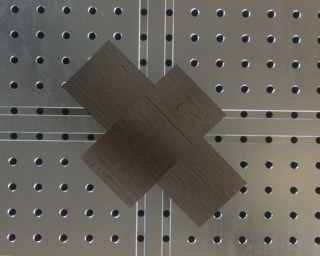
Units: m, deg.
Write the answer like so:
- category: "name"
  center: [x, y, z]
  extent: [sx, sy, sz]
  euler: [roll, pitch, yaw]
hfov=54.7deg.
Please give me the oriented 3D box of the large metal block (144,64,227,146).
- category: "large metal block"
  center: [0.028, -0.026, 0.387]
  extent: [0.050, 0.080, 0.080]
  euler: [-44, 91, 0]

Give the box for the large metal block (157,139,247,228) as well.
- category: "large metal block"
  center: [0.050, 0.065, 0.402]
  extent: [0.080, 0.050, 0.080]
  euler: [-44, 91, 1]

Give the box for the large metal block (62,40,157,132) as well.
- category: "large metal block"
  center: [-0.061, -0.050, 0.397]
  extent: [0.080, 0.050, 0.080]
  euler: [45, 91, -1]

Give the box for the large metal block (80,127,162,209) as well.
- category: "large metal block"
  center: [-0.044, 0.044, 0.386]
  extent: [0.050, 0.080, 0.080]
  euler: [-44, 91, 0]

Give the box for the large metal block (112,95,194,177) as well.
- category: "large metal block"
  center: [-0.008, 0.009, 0.386]
  extent: [0.050, 0.080, 0.080]
  euler: [-44, 91, 0]
